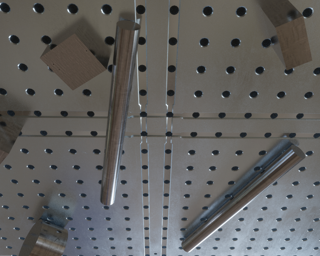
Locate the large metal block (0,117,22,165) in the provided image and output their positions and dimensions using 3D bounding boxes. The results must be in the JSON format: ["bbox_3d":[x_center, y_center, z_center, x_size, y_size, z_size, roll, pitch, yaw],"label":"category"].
[{"bbox_3d":[-0.246,0.019,0.409,0.080,0.050,0.080,34,122,-26],"label":"large metal block"}]

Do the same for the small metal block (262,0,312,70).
[{"bbox_3d":[0.129,-0.096,0.315,0.025,0.050,0.050,-21,127,17],"label":"small metal block"}]

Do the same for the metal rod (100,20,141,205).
[{"bbox_3d":[-0.059,0.005,0.415,0.025,0.025,0.298,8,130,-7],"label":"metal rod"}]

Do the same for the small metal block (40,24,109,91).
[{"bbox_3d":[-0.093,-0.077,0.345,0.050,0.025,0.050,-27,126,21],"label":"small metal block"}]

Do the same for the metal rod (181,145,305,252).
[{"bbox_3d":[0.125,0.133,0.525,0.025,0.025,0.298,23,127,-18],"label":"metal rod"}]

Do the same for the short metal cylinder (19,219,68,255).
[{"bbox_3d":[-0.209,0.211,0.553,0.050,0.080,0.080,33,123,-25],"label":"short metal cylinder"}]
